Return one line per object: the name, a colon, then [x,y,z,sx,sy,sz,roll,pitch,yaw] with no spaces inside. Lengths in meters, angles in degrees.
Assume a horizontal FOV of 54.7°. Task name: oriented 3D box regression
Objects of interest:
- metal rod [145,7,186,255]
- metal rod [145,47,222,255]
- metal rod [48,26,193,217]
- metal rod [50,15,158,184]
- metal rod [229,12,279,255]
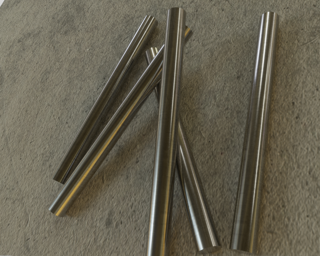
metal rod: [0.009,-0.006,0.363,0.025,0.025,0.299,-3,72,27]
metal rod: [0.019,0.003,0.392,0.025,0.025,0.299,-24,53,13]
metal rod: [-0.051,-0.013,0.416,0.025,0.025,0.299,33,87,38]
metal rod: [-0.078,-0.053,0.477,0.025,0.025,0.300,14,69,34]
metal rod: [0.112,-0.015,0.353,0.025,0.025,0.300,0,62,28]
